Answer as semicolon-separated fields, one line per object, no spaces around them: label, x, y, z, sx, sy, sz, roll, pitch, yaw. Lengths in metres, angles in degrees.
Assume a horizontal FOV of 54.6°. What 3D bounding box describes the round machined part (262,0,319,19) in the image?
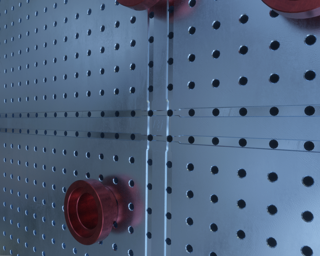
round machined part;0.139;-0.149;0.284;0.098;0.042;0.097;0;90;40

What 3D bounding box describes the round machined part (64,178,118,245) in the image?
round machined part;-0.105;0.128;0.486;0.098;0.042;0.097;0;90;40

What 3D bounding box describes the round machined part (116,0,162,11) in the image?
round machined part;-0.018;-0.207;0.415;0.098;0.042;0.097;0;90;40
